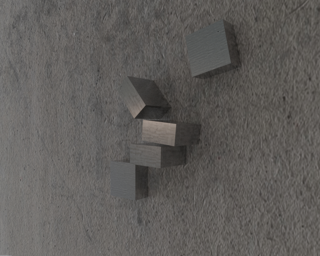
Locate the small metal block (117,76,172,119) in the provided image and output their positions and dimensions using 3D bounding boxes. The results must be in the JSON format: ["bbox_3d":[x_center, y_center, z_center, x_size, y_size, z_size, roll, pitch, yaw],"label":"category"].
[{"bbox_3d":[-0.021,-0.039,0.406,0.025,0.050,0.050,-47,62,30],"label":"small metal block"}]

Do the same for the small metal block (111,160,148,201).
[{"bbox_3d":[-0.044,0.073,0.442,0.050,0.025,0.050,0,90,40],"label":"small metal block"}]

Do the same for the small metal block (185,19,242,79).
[{"bbox_3d":[0.060,-0.088,0.355,0.050,0.025,0.050,-14,81,39],"label":"small metal block"}]

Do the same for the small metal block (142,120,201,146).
[{"bbox_3d":[0.014,0.005,0.377,0.050,0.050,0.025,8,95,39],"label":"small metal block"}]

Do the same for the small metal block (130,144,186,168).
[{"bbox_3d":[-0.002,0.033,0.390,0.050,0.050,0.025,2,92,40],"label":"small metal block"}]
